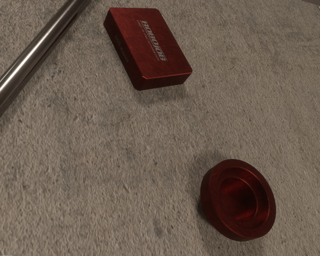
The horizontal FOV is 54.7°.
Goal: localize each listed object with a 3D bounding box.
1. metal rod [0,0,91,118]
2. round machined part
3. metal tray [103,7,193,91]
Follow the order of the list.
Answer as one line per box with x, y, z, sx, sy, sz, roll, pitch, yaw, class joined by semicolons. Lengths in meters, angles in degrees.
-0.139;-0.125;0.405;0.025;0.025;0.300;28;52;-11;metal rod
0.092;0.092;0.389;0.099;0.042;0.098;14;56;-21;round machined part
-0.018;-0.122;0.467;0.091;0.030;0.130;-14;69;-34;metal tray
